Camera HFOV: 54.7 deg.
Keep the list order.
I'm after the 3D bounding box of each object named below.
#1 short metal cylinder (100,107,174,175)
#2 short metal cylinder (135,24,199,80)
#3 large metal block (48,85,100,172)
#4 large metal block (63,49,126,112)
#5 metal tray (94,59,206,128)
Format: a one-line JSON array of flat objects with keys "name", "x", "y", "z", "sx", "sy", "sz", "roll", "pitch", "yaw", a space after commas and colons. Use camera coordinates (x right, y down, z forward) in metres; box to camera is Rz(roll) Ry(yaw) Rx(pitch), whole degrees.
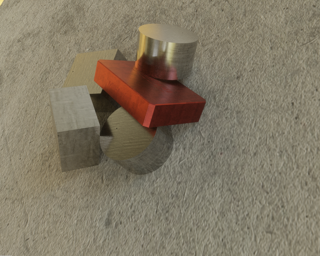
[{"name": "short metal cylinder", "x": -0.029, "y": 0.014, "z": 0.397, "sx": 0.080, "sy": 0.050, "sz": 0.080, "roll": -13, "pitch": 56, "yaw": 21}, {"name": "short metal cylinder", "x": 0.008, "y": -0.106, "z": 0.425, "sx": 0.081, "sy": 0.050, "sz": 0.080, "roll": 7, "pitch": 33, "yaw": -4}, {"name": "large metal block", "x": -0.117, "y": 0.000, "z": 0.422, "sx": 0.050, "sy": 0.079, "sz": 0.080, "roll": -10, "pitch": 49, "yaw": -21}, {"name": "large metal block", "x": -0.097, "y": -0.072, "z": 0.481, "sx": 0.080, "sy": 0.050, "sz": 0.080, "roll": 1, "pitch": 62, "yaw": 28}, {"name": "metal tray", "x": -0.016, "y": -0.049, "z": 0.404, "sx": 0.130, "sy": 0.091, "sz": 0.030, "roll": 41, "pitch": 125, "yaw": 39}]
